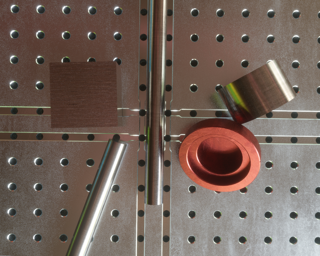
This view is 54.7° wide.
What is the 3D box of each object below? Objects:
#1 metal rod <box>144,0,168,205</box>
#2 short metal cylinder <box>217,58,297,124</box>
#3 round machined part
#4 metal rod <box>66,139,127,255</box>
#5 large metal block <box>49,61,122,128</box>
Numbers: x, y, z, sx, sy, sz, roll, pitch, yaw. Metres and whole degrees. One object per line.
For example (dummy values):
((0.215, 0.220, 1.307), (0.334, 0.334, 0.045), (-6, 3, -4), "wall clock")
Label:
((-0.005, -0.049, 0.413), (0.025, 0.025, 0.298), (1, 90, -1), "metal rod")
((0.120, -0.044, 0.388), (0.080, 0.080, 0.050), (-28, 90, 0), "short metal cylinder")
((0.076, 0.030, 0.391), (0.098, 0.042, 0.097), (9, 123, 15), "round machined part")
((-0.108, 0.158, 0.412), (0.025, 0.025, 0.299), (20, 90, -1), "metal rod")
((-0.093, -0.041, 0.400), (0.081, 0.050, 0.079), (-2, 90, -1), "large metal block")
